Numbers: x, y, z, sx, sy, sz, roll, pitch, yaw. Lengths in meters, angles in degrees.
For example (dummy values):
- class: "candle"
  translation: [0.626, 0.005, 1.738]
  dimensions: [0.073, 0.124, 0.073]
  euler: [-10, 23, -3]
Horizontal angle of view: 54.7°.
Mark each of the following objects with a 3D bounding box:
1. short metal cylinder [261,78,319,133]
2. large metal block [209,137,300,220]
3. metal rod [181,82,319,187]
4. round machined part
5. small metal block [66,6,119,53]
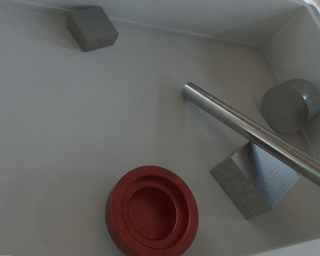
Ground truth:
- class: "short metal cylinder"
  translation: [0.217, -0.037, 0.513]
  dimensions: [0.050, 0.080, 0.080]
  euler: [-24, 75, -37]
- class: "large metal block"
  translation: [0.129, 0.064, 0.423]
  dimensions: [0.081, 0.050, 0.080]
  euler: [-30, 79, -38]
- class: "metal rod"
  translation: [0.146, 0.022, 0.394]
  dimensions: [0.025, 0.025, 0.300]
  euler: [-28, 53, -38]
- class: "round machined part"
  translation: [-0.012, 0.093, 0.333]
  dimensions: [0.099, 0.042, 0.098]
  euler: [14, 56, -21]
- class: "small metal block"
  translation: [-0.095, -0.140, 0.438]
  dimensions: [0.050, 0.025, 0.050]
  euler: [-28, 80, -34]
